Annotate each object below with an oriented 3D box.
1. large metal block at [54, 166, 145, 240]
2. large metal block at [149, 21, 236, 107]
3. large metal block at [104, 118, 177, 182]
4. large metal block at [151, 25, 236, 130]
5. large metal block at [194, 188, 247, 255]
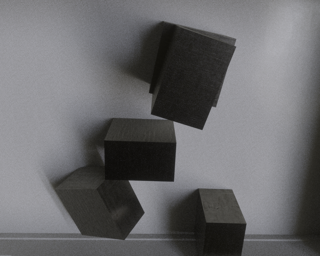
[{"bbox_3d":[-0.080,0.098,0.415,0.080,0.050,0.080,-9,114,36],"label":"large metal block"},{"bbox_3d":[0.035,-0.077,0.370,0.081,0.050,0.079,12,110,-5],"label":"large metal block"},{"bbox_3d":[-0.023,0.025,0.391,0.081,0.080,0.050,2,110,-1],"label":"large metal block"},{"bbox_3d":[0.028,-0.054,0.309,0.050,0.080,0.079,17,109,-7],"label":"large metal block"},{"bbox_3d":[0.081,0.141,0.435,0.050,0.080,0.079,2,110,-1],"label":"large metal block"}]
